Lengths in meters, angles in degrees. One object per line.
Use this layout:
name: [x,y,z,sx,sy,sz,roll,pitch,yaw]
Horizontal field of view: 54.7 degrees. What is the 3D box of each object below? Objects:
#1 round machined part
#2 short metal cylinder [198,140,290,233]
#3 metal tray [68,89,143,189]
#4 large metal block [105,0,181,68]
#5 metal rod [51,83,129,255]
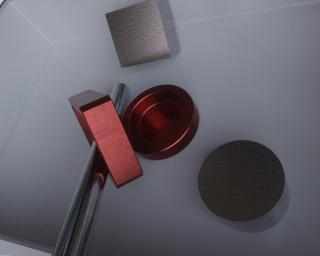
round machined part: [0.003,-0.004,0.394,0.098,0.042,0.098,-13,56,20]
short metal cylinder: [0.084,0.059,0.309,0.080,0.050,0.080,-13,56,20]
metal tray: [-0.067,0.005,0.355,0.030,0.090,0.130,-26,18,-15]
large metal block: [-0.023,-0.140,0.458,0.080,0.080,0.050,-7,19,24]
metal rod: [-0.063,0.022,0.346,0.025,0.025,0.300,-22,29,15]
